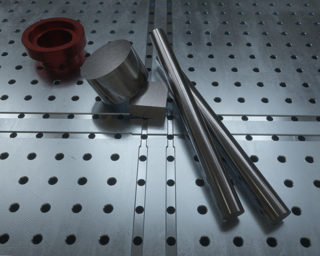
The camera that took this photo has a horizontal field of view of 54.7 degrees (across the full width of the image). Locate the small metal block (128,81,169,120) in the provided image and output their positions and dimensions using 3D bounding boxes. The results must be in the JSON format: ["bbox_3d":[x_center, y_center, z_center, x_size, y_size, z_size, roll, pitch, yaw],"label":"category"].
[{"bbox_3d":[-0.015,-0.041,0.442,0.050,0.025,0.050,5,50,4],"label":"small metal block"}]

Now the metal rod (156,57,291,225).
[{"bbox_3d":[0.066,-0.009,0.415,0.025,0.025,0.300,-19,53,-15],"label":"metal rod"}]

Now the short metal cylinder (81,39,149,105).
[{"bbox_3d":[-0.064,-0.079,0.438,0.080,0.050,0.080,-18,44,19],"label":"short metal cylinder"}]

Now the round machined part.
[{"bbox_3d":[-0.171,-0.138,0.511,0.099,0.042,0.098,0,50,0],"label":"round machined part"}]

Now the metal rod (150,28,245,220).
[{"bbox_3d":[0.037,-0.027,0.409,0.025,0.025,0.299,-12,57,-10],"label":"metal rod"}]
